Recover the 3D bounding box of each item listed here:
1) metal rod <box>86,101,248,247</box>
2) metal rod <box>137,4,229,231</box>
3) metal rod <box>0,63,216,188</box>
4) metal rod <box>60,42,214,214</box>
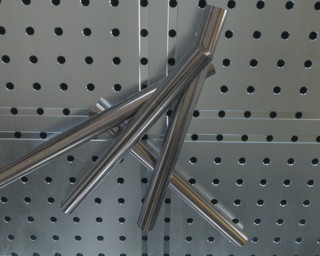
[{"bbox_3d":[0.019,0.073,0.440,0.025,0.025,0.300,-43,105,14],"label":"metal rod"},{"bbox_3d":[0.020,0.004,0.384,0.025,0.025,0.298,15,111,-6],"label":"metal rod"},{"bbox_3d":[-0.070,-0.007,0.382,0.301,0.025,0.025,-28,108,-1],"label":"metal rod"},{"bbox_3d":[-0.044,0.018,0.388,0.025,0.025,0.299,36,118,-12],"label":"metal rod"}]
